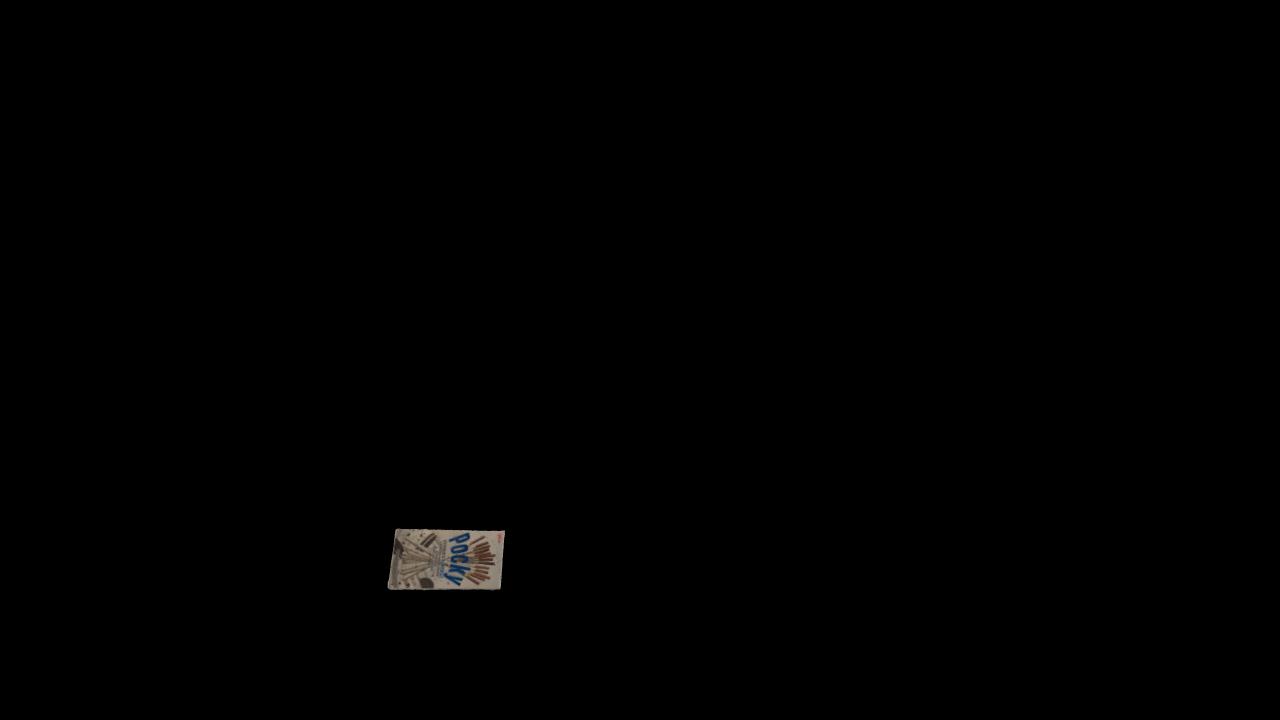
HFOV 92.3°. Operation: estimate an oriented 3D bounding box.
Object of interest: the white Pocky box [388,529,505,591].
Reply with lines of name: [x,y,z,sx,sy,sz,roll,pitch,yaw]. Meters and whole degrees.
white Pocky box: [-0.276,0.287,0.886,0.154,0.084,0.028,4,-20,-10]
